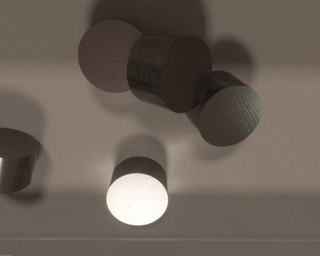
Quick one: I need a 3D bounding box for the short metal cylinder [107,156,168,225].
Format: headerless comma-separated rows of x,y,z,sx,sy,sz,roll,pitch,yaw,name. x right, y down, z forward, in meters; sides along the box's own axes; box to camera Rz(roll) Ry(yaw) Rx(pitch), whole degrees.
-0.030,0.086,0.429,0.081,0.050,0.079,0,110,-1,short metal cylinder

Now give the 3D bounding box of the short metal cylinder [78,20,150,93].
-0.050,-0.086,0.366,0.081,0.050,0.079,0,110,0,short metal cylinder

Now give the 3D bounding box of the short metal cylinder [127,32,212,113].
0.011,-0.061,0.335,0.081,0.050,0.079,-21,121,-40,short metal cylinder

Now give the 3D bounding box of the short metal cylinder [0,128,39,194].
-0.201,0.039,0.394,0.080,0.080,0.050,16,109,-6,short metal cylinder

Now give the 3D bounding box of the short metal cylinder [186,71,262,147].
0.076,-0.024,0.379,0.081,0.050,0.079,-8,121,-14,short metal cylinder
